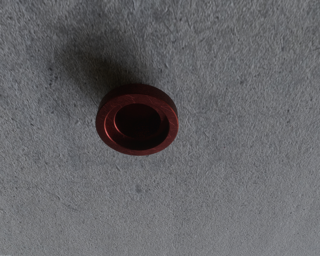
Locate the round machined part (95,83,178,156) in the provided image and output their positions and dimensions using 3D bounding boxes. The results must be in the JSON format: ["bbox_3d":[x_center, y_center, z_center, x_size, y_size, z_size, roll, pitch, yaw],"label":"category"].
[{"bbox_3d":[-0.027,-0.014,0.383,0.099,0.042,0.097,0,130,0],"label":"round machined part"}]
